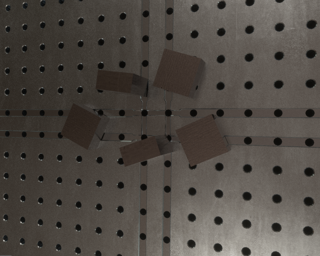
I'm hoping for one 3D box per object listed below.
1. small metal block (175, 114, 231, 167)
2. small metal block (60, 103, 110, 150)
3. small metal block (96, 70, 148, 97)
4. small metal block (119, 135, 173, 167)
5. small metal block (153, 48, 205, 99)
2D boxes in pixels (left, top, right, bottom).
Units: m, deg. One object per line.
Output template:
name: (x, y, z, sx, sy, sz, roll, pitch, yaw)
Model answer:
small metal block: (0.055, 0.016, 0.393, 0.050, 0.025, 0.050, -25, 82, 18)
small metal block: (-0.108, -0.002, 0.449, 0.050, 0.025, 0.050, 27, 99, 17)
small metal block: (-0.050, -0.059, 0.416, 0.050, 0.050, 0.025, 9, 93, 19)
small metal block: (-0.017, 0.029, 0.404, 0.050, 0.050, 0.025, -20, 84, 18)
small metal block: (0.025, -0.070, 0.403, 0.050, 0.025, 0.050, 20, 97, 18)
